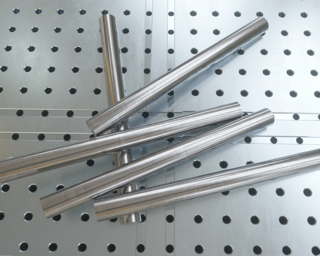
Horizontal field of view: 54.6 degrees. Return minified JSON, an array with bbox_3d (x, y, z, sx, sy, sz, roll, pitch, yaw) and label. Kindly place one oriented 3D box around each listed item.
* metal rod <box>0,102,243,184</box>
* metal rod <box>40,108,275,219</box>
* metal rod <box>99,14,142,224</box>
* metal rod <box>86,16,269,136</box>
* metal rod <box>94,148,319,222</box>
[{"bbox_3d":[-0.035,0.013,0.381,0.302,0.025,0.025,-15,71,-16],"label":"metal rod"},{"bbox_3d":[0.010,0.036,0.378,0.302,0.025,0.025,-21,71,-15],"label":"metal rod"},{"bbox_3d":[-0.057,-0.026,0.420,0.025,0.025,0.299,-8,70,-3],"label":"metal rod"},{"bbox_3d":[0.036,-0.078,0.424,0.301,0.025,0.025,-34,73,-18],"label":"metal rod"},{"bbox_3d":[0.074,0.064,0.373,0.302,0.025,0.025,-11,70,-10],"label":"metal rod"}]
